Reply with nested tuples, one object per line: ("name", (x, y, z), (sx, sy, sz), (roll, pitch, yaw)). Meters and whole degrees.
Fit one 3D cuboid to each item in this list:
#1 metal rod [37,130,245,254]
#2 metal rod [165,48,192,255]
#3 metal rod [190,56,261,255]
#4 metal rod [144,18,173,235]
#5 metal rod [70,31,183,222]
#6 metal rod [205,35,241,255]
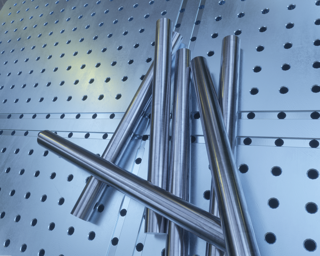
("metal rod", (-0.046, 0.059, 0.358), (0.300, 0.025, 0.025), (21, 73, 34))
("metal rod", (0.026, 0.021, 0.382), (0.025, 0.025, 0.300), (-10, 57, 23))
("metal rod", (0.061, 0.018, 0.324), (0.025, 0.025, 0.300), (-20, 43, 16))
("metal rod", (0.001, -0.020, 0.403), (0.025, 0.025, 0.299), (-9, 63, 23))
("metal rod", (-0.039, -0.015, 0.438), (0.025, 0.025, 0.300), (14, 69, 34))
("metal rod", (0.076, 0.011, 0.361), (0.025, 0.025, 0.300), (-5, 59, 26))
